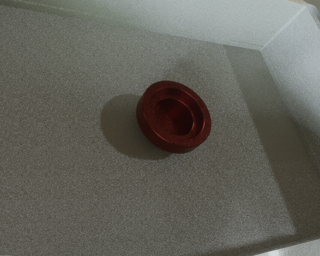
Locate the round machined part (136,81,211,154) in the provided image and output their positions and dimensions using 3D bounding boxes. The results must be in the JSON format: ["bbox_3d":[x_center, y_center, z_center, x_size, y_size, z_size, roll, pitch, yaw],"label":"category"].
[{"bbox_3d":[0.014,-0.010,0.406,0.099,0.042,0.098,14,56,-21],"label":"round machined part"}]
